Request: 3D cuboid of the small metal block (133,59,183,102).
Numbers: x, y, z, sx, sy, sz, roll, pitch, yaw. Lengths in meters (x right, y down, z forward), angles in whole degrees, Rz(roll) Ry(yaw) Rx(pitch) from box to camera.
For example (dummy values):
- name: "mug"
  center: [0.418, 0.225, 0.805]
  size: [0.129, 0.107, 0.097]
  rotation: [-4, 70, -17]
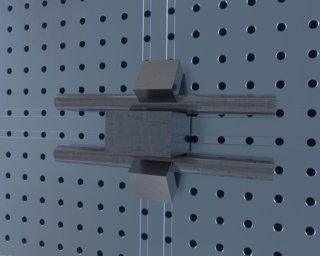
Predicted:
- name: "small metal block"
  center: [-0.001, -0.060, 0.397]
  size: [0.050, 0.025, 0.050]
  rotation: [1, 56, 19]

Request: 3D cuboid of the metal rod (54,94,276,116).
- name: "metal rod"
  center: [-0.007, -0.032, 0.410]
  size: [0.301, 0.025, 0.025]
  rotation: [2, 91, 19]

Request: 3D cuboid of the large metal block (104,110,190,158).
- name: "large metal block"
  center: [-0.012, 0.006, 0.383]
  size: [0.080, 0.080, 0.050]
  rotation: [2, 91, 20]

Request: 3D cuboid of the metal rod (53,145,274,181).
- name: "metal rod"
  center: [-0.009, 0.044, 0.412]
  size: [0.301, 0.025, 0.025]
  rotation: [2, 91, 19]

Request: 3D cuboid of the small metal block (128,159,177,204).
- name: "small metal block"
  center: [-0.009, 0.068, 0.399]
  size: [0.050, 0.025, 0.050]
  rotation: [3, 129, 19]
